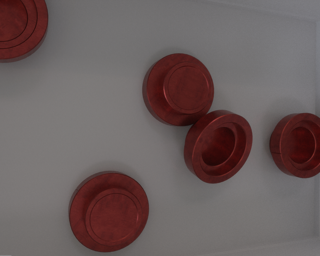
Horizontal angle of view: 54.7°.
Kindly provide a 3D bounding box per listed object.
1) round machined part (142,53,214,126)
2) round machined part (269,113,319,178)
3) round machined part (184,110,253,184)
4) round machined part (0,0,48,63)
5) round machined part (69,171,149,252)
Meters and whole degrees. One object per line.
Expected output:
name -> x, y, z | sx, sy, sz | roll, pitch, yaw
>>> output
round machined part -> 0.030, -0.051, 0.412 | 0.099, 0.042, 0.097 | 0, 90, -20
round machined part -> 0.210, 0.026, 0.479 | 0.099, 0.042, 0.097 | 0, 90, -20
round machined part -> 0.073, 0.022, 0.417 | 0.099, 0.042, 0.097 | -11, 114, -26
round machined part -> -0.174, -0.119, 0.337 | 0.099, 0.042, 0.097 | 0, 90, -20
round machined part -> -0.060, 0.104, 0.379 | 0.099, 0.042, 0.097 | 0, 90, -20
